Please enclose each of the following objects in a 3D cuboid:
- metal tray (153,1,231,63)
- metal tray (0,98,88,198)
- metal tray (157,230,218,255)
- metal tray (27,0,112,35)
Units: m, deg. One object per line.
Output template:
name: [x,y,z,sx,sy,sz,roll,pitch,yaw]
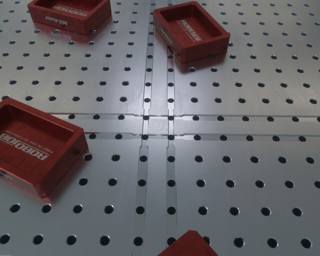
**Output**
metal tray: [0.052,-0.174,0.551,0.091,0.030,0.130,-18,52,-15]
metal tray: [-0.170,0.019,0.387,0.130,0.030,0.090,21,53,17]
metal tray: [0.009,0.164,0.267,0.131,0.030,0.090,-31,57,-24]
metal tray: [-0.172,-0.229,0.595,0.130,0.030,0.090,19,52,15]
